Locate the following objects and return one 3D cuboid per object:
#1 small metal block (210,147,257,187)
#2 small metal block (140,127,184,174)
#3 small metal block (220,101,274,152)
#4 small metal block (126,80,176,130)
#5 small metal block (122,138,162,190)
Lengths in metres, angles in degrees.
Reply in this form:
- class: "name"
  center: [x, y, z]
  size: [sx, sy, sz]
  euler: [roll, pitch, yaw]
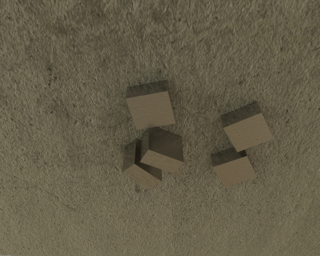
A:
- class: "small metal block"
  center: [0.109, 0.056, 0.456]
  size: [0.050, 0.025, 0.050]
  euler: [-22, 127, 17]
- class: "small metal block"
  center: [0.002, 0.027, 0.414]
  size: [0.050, 0.050, 0.025]
  euler: [21, 127, -17]
- class: "small metal block"
  center: [0.114, -0.001, 0.407]
  size: [0.050, 0.025, 0.050]
  euler: [-24, 127, 19]
- class: "small metal block"
  center: [-0.010, -0.028, 0.383]
  size: [0.050, 0.025, 0.050]
  euler: [-10, 130, 8]
- class: "small metal block"
  center: [-0.024, 0.050, 0.433]
  size: [0.025, 0.050, 0.050]
  euler: [-37, 121, 27]
